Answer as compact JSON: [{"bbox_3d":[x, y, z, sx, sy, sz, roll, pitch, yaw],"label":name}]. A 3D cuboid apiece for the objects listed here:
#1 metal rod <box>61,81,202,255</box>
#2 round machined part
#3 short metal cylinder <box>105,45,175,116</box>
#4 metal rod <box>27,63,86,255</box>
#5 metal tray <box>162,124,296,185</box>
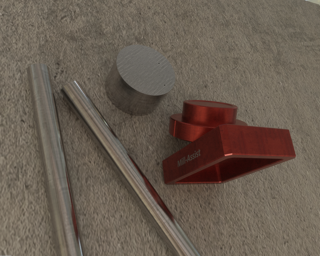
[{"bbox_3d":[-0.021,0.070,0.349,0.025,0.025,0.299,-29,78,-37],"label":"metal rod"},{"bbox_3d":[0.062,-0.011,0.395,0.099,0.098,0.042,-2,104,-29],"label":"round machined part"},{"bbox_3d":[-0.027,-0.063,0.412,0.081,0.050,0.080,14,56,-21],"label":"short metal cylinder"},{"bbox_3d":[-0.101,0.062,0.311,0.025,0.025,0.299,-5,64,-30],"label":"metal rod"},{"bbox_3d":[0.071,0.036,0.351,0.091,0.129,0.030,4,67,-26],"label":"metal tray"}]
